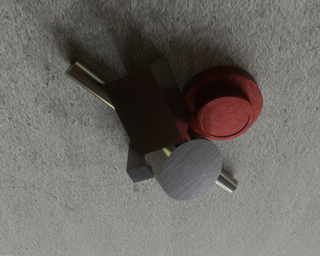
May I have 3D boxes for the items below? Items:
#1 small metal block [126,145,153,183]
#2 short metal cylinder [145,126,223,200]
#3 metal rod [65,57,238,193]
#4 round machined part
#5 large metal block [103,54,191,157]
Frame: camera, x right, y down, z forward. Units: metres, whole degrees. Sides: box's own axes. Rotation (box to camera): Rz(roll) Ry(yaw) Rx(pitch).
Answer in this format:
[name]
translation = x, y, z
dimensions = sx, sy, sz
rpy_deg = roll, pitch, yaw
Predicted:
[small metal block]
translation = -0.017, 0.043, 0.430
dimensions = 0.050, 0.050, 0.025
rpy_deg = -17, 128, 13
[short metal cylinder]
translation = 0.028, 0.040, 0.378
dimensions = 0.081, 0.050, 0.079
rpy_deg = -10, 115, -21
[metal rod]
translation = 0.006, 0.010, 0.418
dimensions = 0.025, 0.025, 0.301
rpy_deg = -37, 122, 27
[round machined part]
translation = 0.076, -0.023, 0.378
dimensions = 0.099, 0.042, 0.097
rpy_deg = -1, 130, 0
[large metal block]
translation = -0.008, -0.028, 0.335
dimensions = 0.050, 0.080, 0.080
rpy_deg = -20, 106, 17
